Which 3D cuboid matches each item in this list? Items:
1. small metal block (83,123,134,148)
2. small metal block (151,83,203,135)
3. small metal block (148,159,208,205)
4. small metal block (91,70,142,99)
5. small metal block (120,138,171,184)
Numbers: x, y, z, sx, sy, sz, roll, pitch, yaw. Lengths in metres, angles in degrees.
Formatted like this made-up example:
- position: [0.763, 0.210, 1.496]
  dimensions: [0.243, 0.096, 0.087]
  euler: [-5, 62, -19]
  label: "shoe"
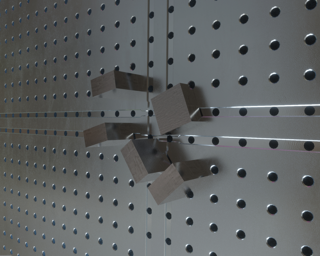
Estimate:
- position: [-0.076, 0.010, 0.457]
  dimensions: [0.050, 0.050, 0.025]
  euler: [-18, 79, 39]
  label: "small metal block"
- position: [0.021, -0.023, 0.393]
  dimensions: [0.050, 0.025, 0.050]
  euler: [-25, 74, 37]
  label: "small metal block"
- position: [0.022, 0.065, 0.376]
  dimensions: [0.050, 0.050, 0.025]
  euler: [-48, 61, 29]
  label: "small metal block"
- position: [-0.063, -0.061, 0.446]
  dimensions: [0.050, 0.050, 0.025]
  euler: [-13, 82, 39]
  label: "small metal block"
- position: [-0.017, 0.042, 0.408]
  dimensions: [0.025, 0.050, 0.050]
  euler: [-43, 64, 32]
  label: "small metal block"
